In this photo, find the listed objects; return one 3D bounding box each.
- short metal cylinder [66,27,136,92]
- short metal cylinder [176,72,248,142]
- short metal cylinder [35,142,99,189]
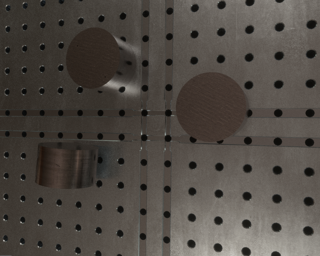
[{"bbox_3d":[-0.080,-0.091,0.426,0.080,0.050,0.079,0,90,19],"label":"short metal cylinder"},{"bbox_3d":[0.065,-0.024,0.376,0.080,0.050,0.079,0,90,19],"label":"short metal cylinder"},{"bbox_3d":[-0.127,0.049,0.427,0.080,0.080,0.050,6,92,19],"label":"short metal cylinder"}]
